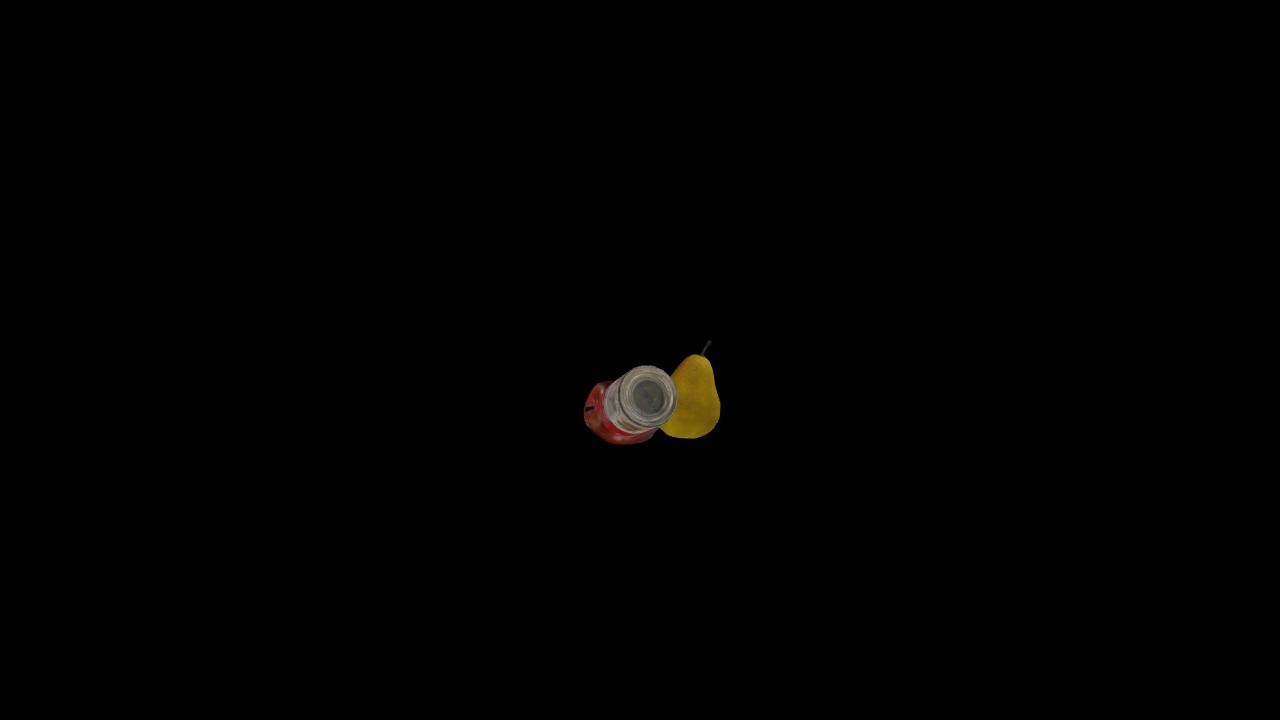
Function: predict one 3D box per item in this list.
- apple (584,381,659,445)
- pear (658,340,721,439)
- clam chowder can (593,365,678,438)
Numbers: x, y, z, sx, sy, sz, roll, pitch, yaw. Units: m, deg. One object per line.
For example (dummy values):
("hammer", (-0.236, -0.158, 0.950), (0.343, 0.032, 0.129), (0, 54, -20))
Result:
("apple", (-0.022, 0.063, 0.728), (0.093, 0.079, 0.079), (13, -5, -23))
("pear", (0.055, 0.032, 0.693), (0.080, 0.111, 0.080), (6, 15, -2))
("clam chowder can", (-0.007, 0.048, 0.679), (0.068, 0.068, 0.102), (0, -15, -19))
